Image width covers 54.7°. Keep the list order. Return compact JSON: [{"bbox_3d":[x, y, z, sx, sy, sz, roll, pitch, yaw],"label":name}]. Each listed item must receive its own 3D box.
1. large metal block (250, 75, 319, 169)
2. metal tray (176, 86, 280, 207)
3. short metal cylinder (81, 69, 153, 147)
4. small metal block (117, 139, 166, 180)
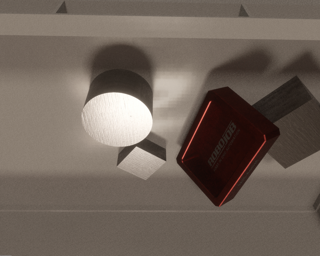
[{"bbox_3d":[0.165,-0.005,0.391,0.080,0.050,0.080,-37,121,27],"label":"large metal block"},{"bbox_3d":[0.077,0.025,0.389,0.030,0.090,0.129,-17,142,-38],"label":"metal tray"},{"bbox_3d":[-0.049,-0.023,0.372,0.081,0.050,0.079,0,130,0],"label":"short metal cylinder"},{"bbox_3d":[-0.026,0.043,0.445,0.050,0.025,0.050,29,124,-23],"label":"small metal block"}]
